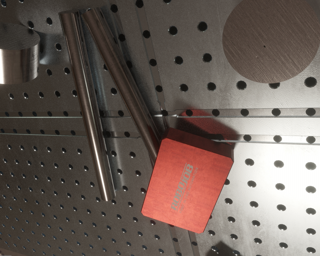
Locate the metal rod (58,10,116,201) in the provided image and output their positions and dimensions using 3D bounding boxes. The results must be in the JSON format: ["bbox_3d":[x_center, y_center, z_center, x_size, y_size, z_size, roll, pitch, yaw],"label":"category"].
[{"bbox_3d":[-0.100,-0.014,0.453,0.025,0.025,0.298,9,122,23],"label":"metal rod"}]

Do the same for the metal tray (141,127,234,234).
[{"bbox_3d":[0.033,0.072,0.410,0.090,0.030,0.129,17,117,3],"label":"metal tray"}]

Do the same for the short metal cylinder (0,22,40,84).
[{"bbox_3d":[-0.206,-0.102,0.418,0.080,0.080,0.050,27,128,11],"label":"short metal cylinder"}]

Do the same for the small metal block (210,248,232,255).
[{"bbox_3d":[0.102,0.228,0.498,0.050,0.025,0.050,35,129,5],"label":"small metal block"}]

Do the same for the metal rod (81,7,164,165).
[{"bbox_3d":[-0.023,-0.010,0.415,0.025,0.025,0.299,-12,113,33],"label":"metal rod"}]

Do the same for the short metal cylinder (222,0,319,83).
[{"bbox_3d":[0.104,-0.088,0.286,0.080,0.050,0.079,13,124,20],"label":"short metal cylinder"}]
